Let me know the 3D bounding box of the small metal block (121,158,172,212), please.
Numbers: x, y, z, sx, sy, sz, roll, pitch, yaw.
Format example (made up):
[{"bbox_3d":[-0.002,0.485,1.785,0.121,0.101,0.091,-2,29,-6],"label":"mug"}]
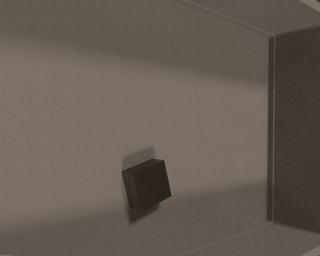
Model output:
[{"bbox_3d":[-0.016,0.072,0.395,0.050,0.025,0.050,-19,102,-39],"label":"small metal block"}]
